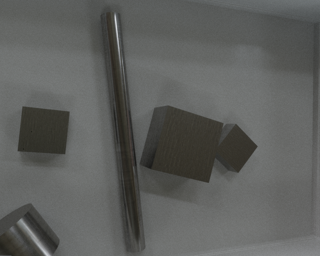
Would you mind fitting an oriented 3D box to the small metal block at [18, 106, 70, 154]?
[{"bbox_3d":[-0.135,0.003,0.361,0.050,0.025,0.050,6,88,-20],"label":"small metal block"}]

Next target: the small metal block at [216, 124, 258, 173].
[{"bbox_3d":[0.105,0.029,0.451,0.050,0.025,0.050,44,76,-15],"label":"small metal block"}]

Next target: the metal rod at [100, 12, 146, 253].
[{"bbox_3d":[-0.047,0.007,0.394,0.025,0.025,0.298,-7,93,-20],"label":"metal rod"}]

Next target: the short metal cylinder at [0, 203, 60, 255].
[{"bbox_3d":[-0.155,0.125,0.324,0.080,0.080,0.050,-36,102,-17],"label":"short metal cylinder"}]

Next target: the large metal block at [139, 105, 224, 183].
[{"bbox_3d":[0.028,0.021,0.409,0.081,0.050,0.080,16,84,-20],"label":"large metal block"}]
